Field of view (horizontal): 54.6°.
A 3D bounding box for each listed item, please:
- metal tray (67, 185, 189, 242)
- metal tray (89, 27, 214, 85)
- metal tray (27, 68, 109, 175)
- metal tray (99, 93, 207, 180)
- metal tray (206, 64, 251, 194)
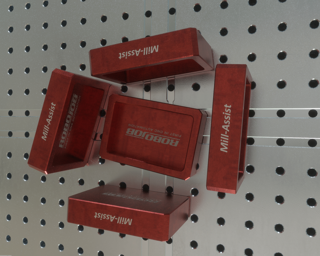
[{"bbox_3d":[-0.037,0.102,0.392,0.130,0.090,0.030,4,92,20],"label":"metal tray"},{"bbox_3d":[-0.008,-0.083,0.381,0.130,0.090,0.030,-7,88,20],"label":"metal tray"},{"bbox_3d":[-0.121,-0.008,0.421,0.030,0.090,0.129,19,96,19],"label":"metal tray"},{"bbox_3d":[-0.011,0.009,0.413,0.130,0.030,0.090,12,94,19],"label":"metal tray"},{"bbox_3d":[0.080,0.000,0.350,0.030,0.090,0.129,5,92,20],"label":"metal tray"}]
